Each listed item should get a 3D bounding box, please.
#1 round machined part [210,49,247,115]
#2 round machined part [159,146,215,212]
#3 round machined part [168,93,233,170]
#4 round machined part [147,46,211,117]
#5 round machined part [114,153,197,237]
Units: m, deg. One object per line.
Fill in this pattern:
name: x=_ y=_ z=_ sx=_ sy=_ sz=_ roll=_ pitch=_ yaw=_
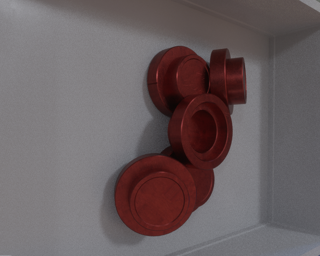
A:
round machined part: x=0.103 y=-0.068 z=0.455 sx=0.098 sy=0.042 sz=0.097 roll=-3 pitch=90 yaw=-71
round machined part: x=0.038 y=0.072 z=0.427 sx=0.099 sy=0.042 sz=0.097 roll=0 pitch=90 yaw=-40
round machined part: x=0.049 y=0.005 z=0.408 sx=0.099 sy=0.042 sz=0.097 roll=0 pitch=90 yaw=-40
round machined part: x=0.034 y=-0.063 z=0.423 sx=0.099 sy=0.042 sz=0.097 roll=0 pitch=90 yaw=-40
round machined part: x=-0.004 y=0.081 z=0.365 sx=0.099 sy=0.042 sz=0.097 roll=-1 pitch=94 yaw=-11
